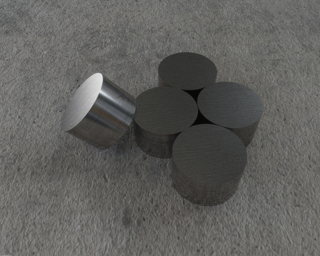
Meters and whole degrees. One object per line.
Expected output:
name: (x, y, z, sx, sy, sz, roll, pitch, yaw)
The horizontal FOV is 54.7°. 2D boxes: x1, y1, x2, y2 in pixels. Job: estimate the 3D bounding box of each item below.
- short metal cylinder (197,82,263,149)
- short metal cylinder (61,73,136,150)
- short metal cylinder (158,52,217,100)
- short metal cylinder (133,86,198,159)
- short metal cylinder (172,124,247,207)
short metal cylinder: (0.086, -0.015, 0.401, 0.080, 0.050, 0.080, 0, 50, 0)
short metal cylinder: (-0.075, -0.020, 0.378, 0.080, 0.050, 0.080, -33, 39, 32)
short metal cylinder: (0.038, -0.063, 0.442, 0.080, 0.050, 0.080, 0, 50, 0)
short metal cylinder: (0.006, -0.007, 0.394, 0.080, 0.050, 0.080, 0, 50, 0)
short metal cylinder: (0.054, 0.042, 0.354, 0.080, 0.050, 0.080, 0, 50, 0)
